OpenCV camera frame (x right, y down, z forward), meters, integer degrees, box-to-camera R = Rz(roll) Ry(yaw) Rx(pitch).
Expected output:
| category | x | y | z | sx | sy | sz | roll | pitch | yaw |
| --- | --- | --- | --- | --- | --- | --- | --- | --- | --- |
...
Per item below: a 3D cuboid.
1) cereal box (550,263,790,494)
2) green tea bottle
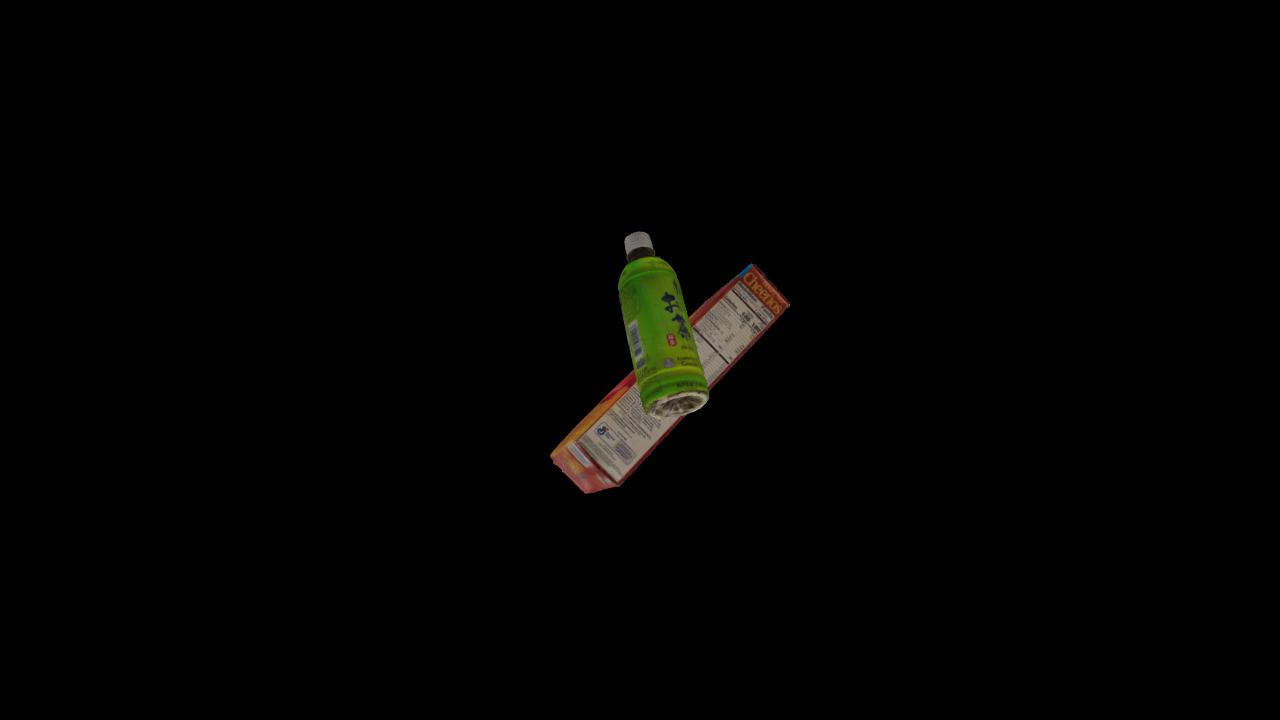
| category | x | y | z | sx | sy | sz | roll | pitch | yaw |
| --- | --- | --- | --- | --- | --- | --- | --- | --- | --- |
| cereal box | 0.030 | 0.030 | 0.765 | 0.306 | 0.081 | 0.203 | -45 | 0 | -20 |
| green tea bottle | 0.016 | -0.045 | 0.661 | 0.073 | 0.212 | 0.073 | -12 | -23 | -5 |
